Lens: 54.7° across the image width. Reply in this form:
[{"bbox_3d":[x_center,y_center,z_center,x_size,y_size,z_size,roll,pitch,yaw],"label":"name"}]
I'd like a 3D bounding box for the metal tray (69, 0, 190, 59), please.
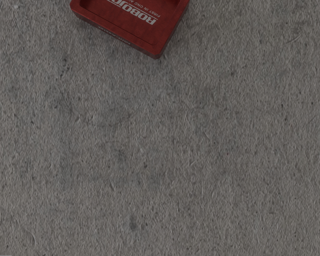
[{"bbox_3d":[-0.038,-0.161,0.406,0.130,0.030,0.090,29,90,0],"label":"metal tray"}]
